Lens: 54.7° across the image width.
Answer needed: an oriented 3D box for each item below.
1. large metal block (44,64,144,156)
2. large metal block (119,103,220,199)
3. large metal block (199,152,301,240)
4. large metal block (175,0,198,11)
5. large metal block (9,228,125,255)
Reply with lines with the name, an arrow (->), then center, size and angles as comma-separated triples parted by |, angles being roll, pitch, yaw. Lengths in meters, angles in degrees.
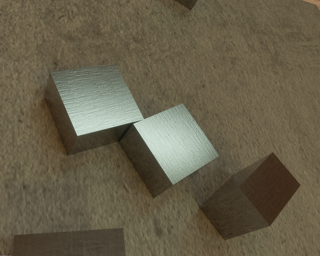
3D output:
large metal block -> -0.078, -0.023, 0.361 | 0.081, 0.050, 0.080 | -16, 70, -35
large metal block -> 0.011, 0.026, 0.379 | 0.081, 0.050, 0.080 | -25, 76, -37
large metal block -> 0.108, 0.084, 0.378 | 0.081, 0.080, 0.050 | -32, 80, -38
large metal block -> 0.046, -0.284, 0.588 | 0.080, 0.050, 0.080 | 28, 52, -11
large metal block -> -0.079, 0.119, 0.254 | 0.081, 0.080, 0.050 | 5, 60, -26
